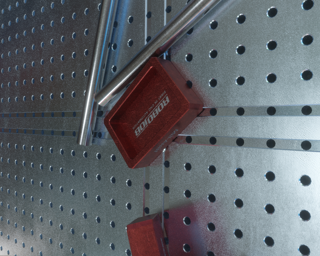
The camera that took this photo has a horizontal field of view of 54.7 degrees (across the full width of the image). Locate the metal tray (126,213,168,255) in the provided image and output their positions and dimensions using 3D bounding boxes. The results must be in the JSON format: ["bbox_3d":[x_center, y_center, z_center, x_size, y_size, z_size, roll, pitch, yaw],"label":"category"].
[{"bbox_3d":[-0.004,0.173,0.368,0.030,0.090,0.129,-15,78,1],"label":"metal tray"}]

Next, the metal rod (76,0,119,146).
[{"bbox_3d":[-0.092,-0.118,0.482,0.025,0.025,0.298,21,103,38],"label":"metal rod"}]

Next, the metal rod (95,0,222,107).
[{"bbox_3d":[0.010,-0.118,0.399,0.299,0.025,0.025,-36,68,33],"label":"metal rod"}]

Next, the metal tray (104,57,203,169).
[{"bbox_3d":[-0.015,-0.018,0.416,0.129,0.030,0.090,-47,62,29],"label":"metal tray"}]
